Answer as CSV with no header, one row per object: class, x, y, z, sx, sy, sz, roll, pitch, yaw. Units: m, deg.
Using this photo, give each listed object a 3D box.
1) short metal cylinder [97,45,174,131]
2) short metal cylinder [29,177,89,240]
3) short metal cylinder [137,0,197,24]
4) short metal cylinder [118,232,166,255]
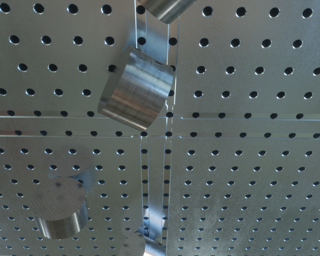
short metal cylinder,-0.028,-0.043,0.339,0.050,0.080,0.080,25,126,-20
short metal cylinder,-0.154,0.122,0.478,0.081,0.080,0.050,2,130,-2
short metal cylinder,0.002,-0.136,0.259,0.050,0.080,0.080,-35,122,26
short metal cylinder,-0.036,0.246,0.585,0.050,0.080,0.080,36,121,-27
